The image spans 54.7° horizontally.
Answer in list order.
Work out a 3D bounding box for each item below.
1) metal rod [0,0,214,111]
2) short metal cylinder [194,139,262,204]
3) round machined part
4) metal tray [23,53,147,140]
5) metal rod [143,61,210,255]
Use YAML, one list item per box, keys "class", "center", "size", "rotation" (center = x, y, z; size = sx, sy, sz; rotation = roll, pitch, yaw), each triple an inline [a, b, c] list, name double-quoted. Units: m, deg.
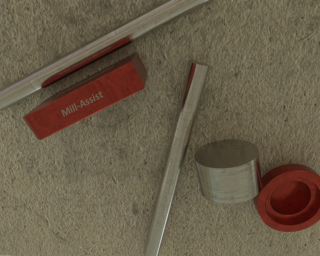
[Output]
- class: "metal rod"
  center: [-0.073, -0.096, 0.373]
  size: [0.301, 0.025, 0.025]
  rotation: [-25, 108, 8]
- class: "short metal cylinder"
  center: [0.088, 0.054, 0.401]
  size: [0.080, 0.080, 0.050]
  rotation: [-10, 110, 3]
- class: "round machined part"
  center: [0.181, 0.094, 0.437]
  size: [0.099, 0.042, 0.097]
  rotation: [0, 110, 0]
- class: "metal tray"
  center: [-0.080, -0.040, 0.359]
  size: [0.130, 0.090, 0.030]
  rotation: [-25, 108, 9]
- class: "metal rod"
  center: [0.018, 0.057, 0.431]
  size: [0.025, 0.025, 0.298]
  rotation: [11, 110, -4]
